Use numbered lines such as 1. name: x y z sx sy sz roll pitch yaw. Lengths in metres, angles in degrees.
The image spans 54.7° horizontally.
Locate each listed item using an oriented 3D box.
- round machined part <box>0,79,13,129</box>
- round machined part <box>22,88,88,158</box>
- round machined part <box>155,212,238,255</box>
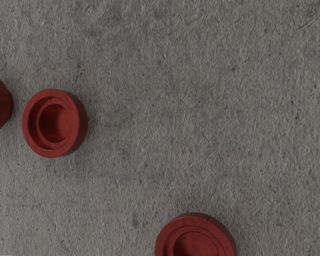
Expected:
1. round machined part: -0.278 -0.038 0.498 0.098 0.042 0.097 0 90 20
2. round machined part: -0.147 -0.007 0.452 0.098 0.042 0.097 0 90 20
3. round machined part: 0.047 0.153 0.383 0.098 0.042 0.097 0 90 20
